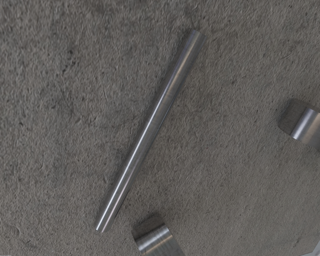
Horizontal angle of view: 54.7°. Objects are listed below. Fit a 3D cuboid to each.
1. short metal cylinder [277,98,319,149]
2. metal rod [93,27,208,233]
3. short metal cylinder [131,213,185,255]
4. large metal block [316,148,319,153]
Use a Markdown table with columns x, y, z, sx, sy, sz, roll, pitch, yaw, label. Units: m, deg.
| x | y | z | sx | sy | sz | roll | pitch | yaw | label |
| --- | --- | --- | --- | --- | --- | --- | --- | --- | --- |
| 0.239 | -0.008 | 0.497 | 0.081 | 0.080 | 0.050 | 10 | 113 | -33 | short metal cylinder |
| -0.020 | 0.015 | 0.405 | 0.025 | 0.025 | 0.298 | 15 | 111 | -34 | metal rod |
| -0.002 | 0.180 | 0.481 | 0.050 | 0.080 | 0.080 | -32 | 129 | -8 | short metal cylinder |
| 0.345 | 0.021 | 0.592 | 0.080 | 0.050 | 0.080 | 35 | 99 | -39 | large metal block |
